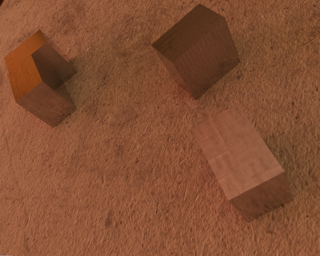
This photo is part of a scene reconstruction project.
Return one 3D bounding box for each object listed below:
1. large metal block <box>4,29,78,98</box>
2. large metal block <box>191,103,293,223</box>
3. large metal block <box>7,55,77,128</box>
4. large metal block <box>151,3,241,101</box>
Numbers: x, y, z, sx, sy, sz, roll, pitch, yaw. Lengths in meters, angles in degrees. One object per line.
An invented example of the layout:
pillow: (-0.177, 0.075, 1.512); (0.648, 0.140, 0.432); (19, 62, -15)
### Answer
large metal block: (-0.208, -0.110, 0.546); (0.080, 0.080, 0.050); (-39, 51, 2)
large metal block: (0.081, 0.036, 0.304); (0.050, 0.080, 0.080); (-30, 52, 9)
large metal block: (-0.192, -0.059, 0.505); (0.050, 0.080, 0.080); (-38, 51, 3)
large metal block: (0.049, -0.096, 0.402); (0.080, 0.080, 0.050); (-41, 51, 0)
